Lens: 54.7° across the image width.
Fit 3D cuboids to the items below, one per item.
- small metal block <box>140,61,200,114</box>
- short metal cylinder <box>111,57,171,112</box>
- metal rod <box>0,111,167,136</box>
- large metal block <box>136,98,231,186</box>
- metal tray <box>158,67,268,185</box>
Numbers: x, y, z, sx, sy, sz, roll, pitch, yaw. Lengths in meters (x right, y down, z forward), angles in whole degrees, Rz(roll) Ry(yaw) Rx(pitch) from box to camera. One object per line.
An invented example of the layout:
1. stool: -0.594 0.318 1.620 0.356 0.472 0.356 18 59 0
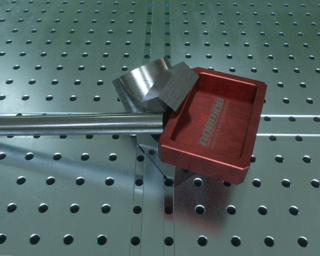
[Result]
1. small metal block: 0.010 -0.043 0.350 0.025 0.050 0.050 40 72 -18
2. short metal cylinder: -0.017 -0.054 0.409 0.081 0.080 0.050 -28 99 -22
3. metal rod: -0.141 -0.003 0.370 0.301 0.025 0.025 -1 49 13
4. large metal block: 0.026 0.010 0.381 0.081 0.050 0.080 -28 56 -22
5. metal tray: 0.062 -0.009 0.344 0.090 0.030 0.130 16 51 13
